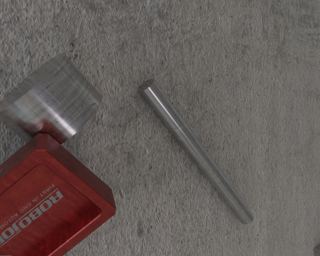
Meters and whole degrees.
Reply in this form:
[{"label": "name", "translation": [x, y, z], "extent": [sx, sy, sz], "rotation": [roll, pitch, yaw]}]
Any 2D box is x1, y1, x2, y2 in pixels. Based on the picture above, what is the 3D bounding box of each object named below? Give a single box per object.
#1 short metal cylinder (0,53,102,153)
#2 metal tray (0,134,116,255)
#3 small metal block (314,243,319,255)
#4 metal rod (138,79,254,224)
[{"label": "short metal cylinder", "translation": [-0.101, -0.023, 0.284], "extent": [0.050, 0.080, 0.080], "rotation": [51, 60, -28]}, {"label": "metal tray", "translation": [-0.115, 0.077, 0.263], "extent": [0.130, 0.030, 0.090], "rotation": [-39, 119, 2]}, {"label": "small metal block", "translation": [0.395, 0.290, 0.719], "extent": [0.050, 0.050, 0.025], "rotation": [-8, 96, -40]}, {"label": "metal rod", "translation": [0.065, 0.050, 0.459], "extent": [0.300, 0.025, 0.025], "rotation": [51, 60, -28]}]
